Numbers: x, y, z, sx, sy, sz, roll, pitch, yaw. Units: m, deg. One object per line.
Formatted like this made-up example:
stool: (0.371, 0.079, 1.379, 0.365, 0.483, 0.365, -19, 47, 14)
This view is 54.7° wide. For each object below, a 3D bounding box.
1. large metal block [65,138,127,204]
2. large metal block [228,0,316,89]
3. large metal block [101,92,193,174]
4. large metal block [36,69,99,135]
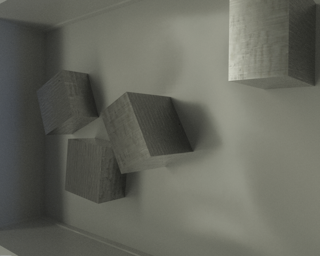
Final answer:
large metal block: (-0.096, 0.060, 0.467, 0.080, 0.050, 0.079, 8, 95, 39)
large metal block: (0.105, -0.080, 0.283, 0.050, 0.081, 0.079, 1, 91, 40)
large metal block: (-0.015, 0.006, 0.382, 0.050, 0.081, 0.080, -34, 70, 35)
large metal block: (-0.155, -0.040, 0.515, 0.080, 0.050, 0.080, -27, 73, 36)
